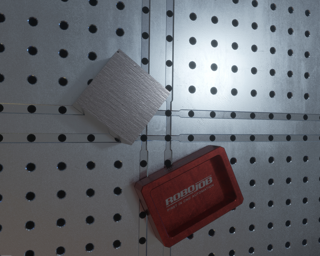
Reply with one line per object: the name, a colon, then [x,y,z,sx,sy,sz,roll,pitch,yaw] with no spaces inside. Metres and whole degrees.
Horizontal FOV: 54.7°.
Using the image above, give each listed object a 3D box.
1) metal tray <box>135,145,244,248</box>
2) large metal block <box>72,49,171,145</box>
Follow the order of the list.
metal tray: [0.043,0.090,0.425,0.131,0.030,0.090,-25,98,-18]
large metal block: [-0.048,-0.036,0.381,0.080,0.050,0.080,39,78,-16]
